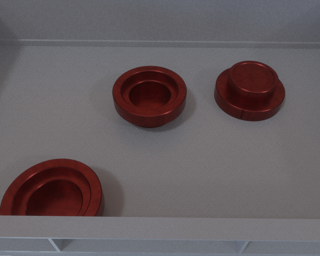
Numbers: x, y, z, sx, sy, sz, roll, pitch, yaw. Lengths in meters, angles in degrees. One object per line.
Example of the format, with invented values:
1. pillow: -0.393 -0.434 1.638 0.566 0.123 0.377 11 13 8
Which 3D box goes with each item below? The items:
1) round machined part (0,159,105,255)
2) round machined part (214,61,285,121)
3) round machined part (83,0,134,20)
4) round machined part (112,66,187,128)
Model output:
1. round machined part: -0.107 0.083 0.323 0.099 0.042 0.098 0 49 0
2. round machined part: 0.130 -0.060 0.445 0.099 0.042 0.098 0 50 0
3. round machined part: -0.102 -0.259 0.613 0.099 0.042 0.098 0 50 0
4. round machined part: -0.014 -0.039 0.426 0.099 0.042 0.098 0 50 0
